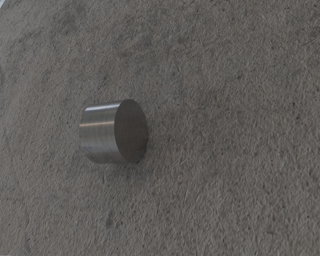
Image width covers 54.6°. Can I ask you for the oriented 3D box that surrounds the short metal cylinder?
[{"bbox_3d":[-0.056,0.005,0.396,0.050,0.080,0.080,-5,60,26],"label":"short metal cylinder"}]
